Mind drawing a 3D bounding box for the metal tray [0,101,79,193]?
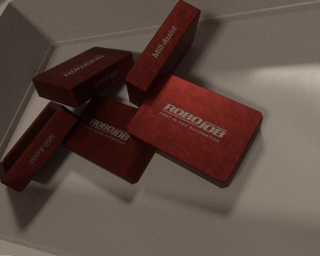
[{"bbox_3d":[-0.183,0.022,0.460,0.130,0.030,0.090,-55,29,-11],"label":"metal tray"}]

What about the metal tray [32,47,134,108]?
[{"bbox_3d":[-0.113,-0.083,0.474,0.090,0.030,0.131,17,43,34],"label":"metal tray"}]

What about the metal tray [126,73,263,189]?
[{"bbox_3d":[0.039,-0.001,0.360,0.130,0.030,0.090,27,75,21],"label":"metal tray"}]

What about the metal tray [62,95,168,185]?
[{"bbox_3d":[-0.065,0.011,0.428,0.130,0.030,0.090,20,72,35],"label":"metal tray"}]

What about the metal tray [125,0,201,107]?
[{"bbox_3d":[0.004,-0.093,0.415,0.030,0.090,0.130,31,77,6],"label":"metal tray"}]
